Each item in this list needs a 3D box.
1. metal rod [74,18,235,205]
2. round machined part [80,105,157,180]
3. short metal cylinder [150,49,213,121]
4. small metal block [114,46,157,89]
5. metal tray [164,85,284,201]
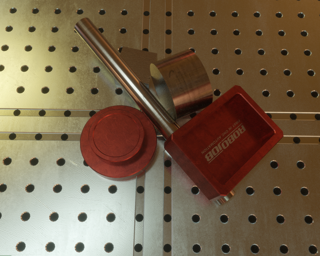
[{"bbox_3d":[-0.011,-0.027,0.404,0.025,0.025,0.300,-38,83,-13],"label":"metal rod"},{"bbox_3d":[-0.053,0.015,0.396,0.099,0.042,0.098,0,70,-1],"label":"round machined part"},{"bbox_3d":[0.027,-0.055,0.403,0.050,0.080,0.080,-24,72,-9],"label":"short metal cylinder"},{"bbox_3d":[-0.034,-0.084,0.442,0.050,0.025,0.050,13,70,4],"label":"small metal block"},{"bbox_3d":[0.081,0.014,0.382,0.131,0.030,0.090,-37,81,-28],"label":"metal tray"}]
